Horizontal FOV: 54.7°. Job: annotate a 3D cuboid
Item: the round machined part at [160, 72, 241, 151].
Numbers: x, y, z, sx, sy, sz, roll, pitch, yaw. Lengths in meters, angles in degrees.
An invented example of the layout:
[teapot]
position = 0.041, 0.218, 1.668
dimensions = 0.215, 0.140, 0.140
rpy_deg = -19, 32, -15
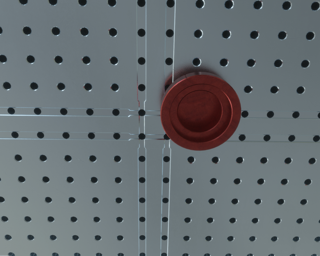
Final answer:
[round machined part]
position = 0.050, -0.024, 0.396
dimensions = 0.099, 0.042, 0.097
rpy_deg = 0, 110, -1
